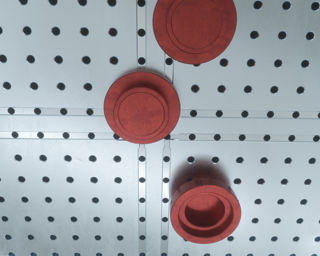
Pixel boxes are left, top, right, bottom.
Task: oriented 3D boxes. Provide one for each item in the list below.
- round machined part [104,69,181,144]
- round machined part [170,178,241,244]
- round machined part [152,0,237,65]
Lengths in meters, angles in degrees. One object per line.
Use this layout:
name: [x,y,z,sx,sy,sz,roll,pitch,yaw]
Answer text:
round machined part: [-0.023,-0.023,0.395,0.099,0.042,0.097,0,110,-1]
round machined part: [0.063,0.114,0.448,0.099,0.042,0.097,0,110,-1]
round machined part: [0.041,-0.123,0.360,0.099,0.042,0.097,0,110,-1]
